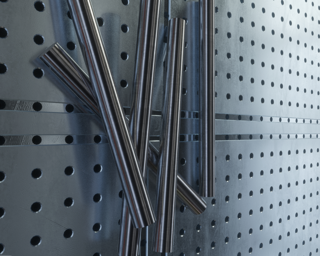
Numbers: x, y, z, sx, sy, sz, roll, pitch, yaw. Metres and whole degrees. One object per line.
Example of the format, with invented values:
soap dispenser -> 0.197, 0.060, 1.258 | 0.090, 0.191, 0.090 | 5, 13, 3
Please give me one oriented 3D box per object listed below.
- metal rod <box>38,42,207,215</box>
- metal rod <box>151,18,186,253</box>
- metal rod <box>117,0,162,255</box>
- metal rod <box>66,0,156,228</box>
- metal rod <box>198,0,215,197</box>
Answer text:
metal rod -> -0.028, 0.019, 0.387 | 0.300, 0.025, 0.025 | 49, 61, -29
metal rod -> 0.013, -0.002, 0.396 | 0.025, 0.025, 0.299 | 16, 72, -39
metal rod -> -0.023, -0.005, 0.356 | 0.025, 0.025, 0.298 | 6, 89, -40
metal rod -> -0.058, -0.042, 0.328 | 0.025, 0.025, 0.298 | -17, 91, -39
metal rod -> 0.071, -0.047, 0.471 | 0.025, 0.025, 0.298 | 0, 90, -40
